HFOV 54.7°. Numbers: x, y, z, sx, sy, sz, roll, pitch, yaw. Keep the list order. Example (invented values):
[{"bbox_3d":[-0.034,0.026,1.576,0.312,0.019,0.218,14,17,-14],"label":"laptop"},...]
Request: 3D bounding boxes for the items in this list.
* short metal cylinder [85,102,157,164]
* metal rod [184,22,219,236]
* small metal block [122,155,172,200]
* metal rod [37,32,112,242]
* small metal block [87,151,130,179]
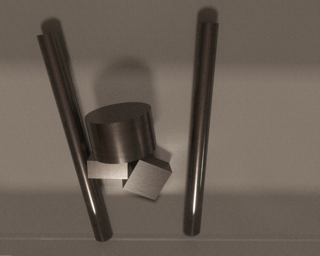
[{"bbox_3d":[-0.047,0.004,0.383,0.080,0.080,0.050,-7,110,2],"label":"short metal cylinder"},{"bbox_3d":[0.053,0.015,0.417,0.025,0.025,0.298,1,110,-1],"label":"metal rod"},{"bbox_3d":[-0.019,0.066,0.432,0.050,0.025,0.050,24,108,-18],"label":"small metal block"},{"bbox_3d":[-0.110,0.026,0.419,0.025,0.025,0.298,-9,110,3],"label":"metal rod"},{"bbox_3d":[-0.066,0.044,0.413,0.050,0.050,0.025,2,110,-1],"label":"small metal block"}]
